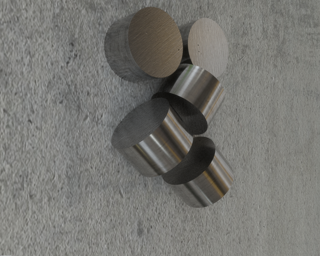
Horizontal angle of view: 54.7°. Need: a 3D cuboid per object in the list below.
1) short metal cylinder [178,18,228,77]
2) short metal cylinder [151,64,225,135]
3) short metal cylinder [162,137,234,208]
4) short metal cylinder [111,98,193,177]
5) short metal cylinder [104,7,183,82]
[{"bbox_3d":[0.050,-0.105,0.429,0.081,0.050,0.080,0,90,-40],"label":"short metal cylinder"},{"bbox_3d":[0.036,-0.036,0.399,0.080,0.080,0.050,48,61,-29],"label":"short metal cylinder"},{"bbox_3d":[0.049,0.057,0.410,0.050,0.080,0.080,51,60,-28],"label":"short metal cylinder"},{"bbox_3d":[-0.009,0.010,0.361,0.050,0.080,0.080,51,60,-28],"label":"short metal cylinder"},{"bbox_3d":[-0.019,-0.097,0.372,0.081,0.050,0.080,0,90,-40],"label":"short metal cylinder"}]
